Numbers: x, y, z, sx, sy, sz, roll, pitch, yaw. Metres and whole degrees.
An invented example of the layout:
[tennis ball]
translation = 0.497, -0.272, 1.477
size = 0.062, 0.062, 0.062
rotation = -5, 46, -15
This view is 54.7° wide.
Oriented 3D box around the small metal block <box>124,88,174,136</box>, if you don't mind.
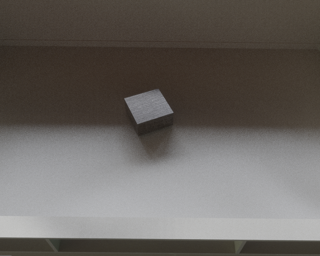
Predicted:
[small metal block]
translation = -0.015, -0.022, 0.419
size = 0.050, 0.025, 0.050
rotation = -18, 53, -15
